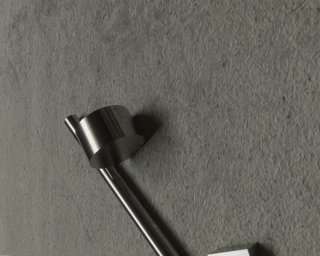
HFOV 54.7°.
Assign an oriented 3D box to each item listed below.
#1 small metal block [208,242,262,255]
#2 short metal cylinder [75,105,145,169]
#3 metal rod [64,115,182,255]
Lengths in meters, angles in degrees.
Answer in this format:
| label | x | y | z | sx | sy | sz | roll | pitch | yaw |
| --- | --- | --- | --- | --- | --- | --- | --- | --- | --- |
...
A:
| label | x | y | z | sx | sy | sz | roll | pitch | yaw |
| --- | --- | --- | --- | --- | --- | --- | --- | --- | --- |
| small metal block | 0.086 | 0.156 | 0.334 | 0.050 | 0.025 | 0.050 | -27 | 73 | 37 |
| short metal cylinder | -0.068 | 0.013 | 0.426 | 0.080 | 0.081 | 0.050 | -45 | 63 | 31 |
| metal rod | -0.063 | 0.083 | 0.456 | 0.300 | 0.025 | 0.025 | 47 | 118 | 29 |
